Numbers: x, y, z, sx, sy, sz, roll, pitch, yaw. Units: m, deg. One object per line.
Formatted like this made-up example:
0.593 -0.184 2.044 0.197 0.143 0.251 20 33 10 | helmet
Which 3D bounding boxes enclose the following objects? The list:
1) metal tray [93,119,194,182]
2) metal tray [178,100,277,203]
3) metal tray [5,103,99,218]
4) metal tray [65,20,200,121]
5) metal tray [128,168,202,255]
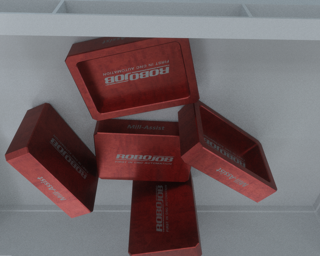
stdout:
-0.021 0.033 0.430 0.131 0.030 0.089 2 130 -3 | metal tray
0.083 0.028 0.388 0.131 0.090 0.030 31 124 -24 | metal tray
-0.128 0.043 0.399 0.030 0.090 0.130 -20 128 14 | metal tray
-0.027 -0.061 0.351 0.131 0.030 0.090 -10 130 8 | metal tray
0.006 0.121 0.439 0.090 0.130 0.030 -10 130 7 | metal tray
